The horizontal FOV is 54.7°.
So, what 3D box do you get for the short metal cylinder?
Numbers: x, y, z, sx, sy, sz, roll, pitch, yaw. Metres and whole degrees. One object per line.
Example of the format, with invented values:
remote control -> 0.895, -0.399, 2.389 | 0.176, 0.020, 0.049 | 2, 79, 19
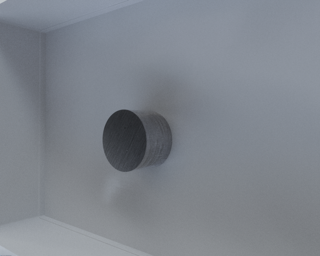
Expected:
short metal cylinder -> -0.031, 0.016, 0.414 | 0.080, 0.050, 0.079 | 0, 90, 39
